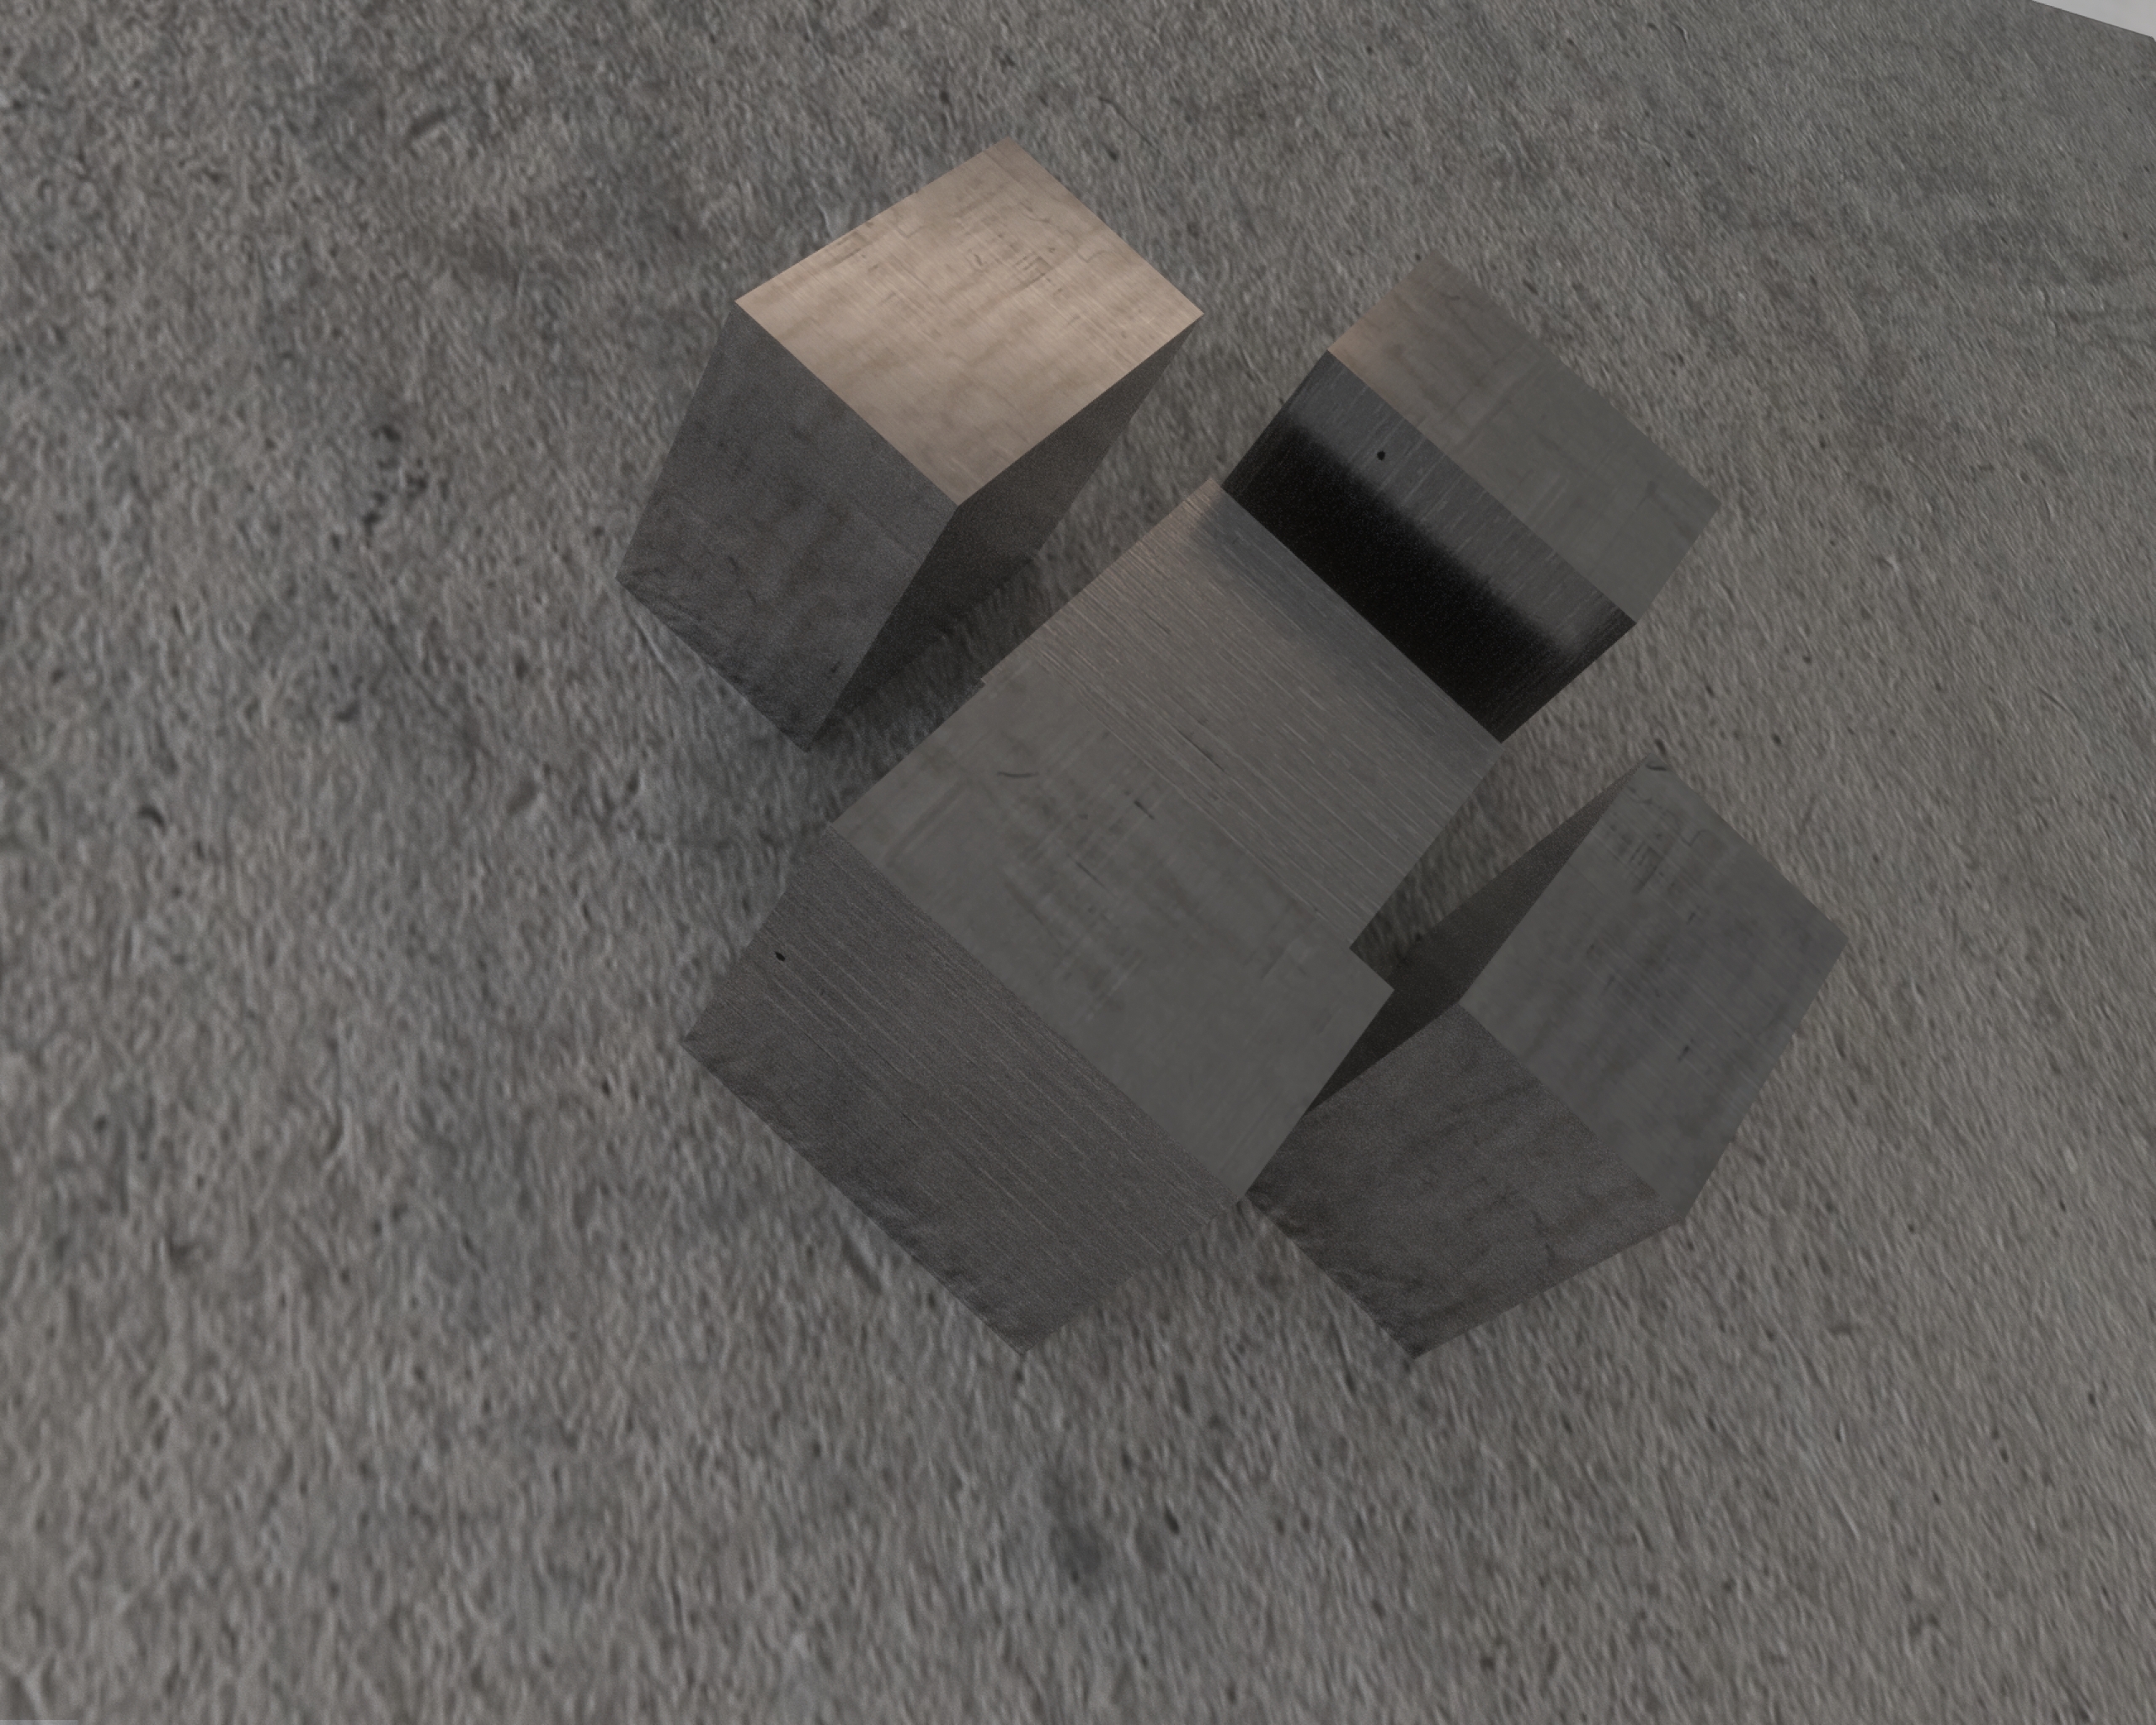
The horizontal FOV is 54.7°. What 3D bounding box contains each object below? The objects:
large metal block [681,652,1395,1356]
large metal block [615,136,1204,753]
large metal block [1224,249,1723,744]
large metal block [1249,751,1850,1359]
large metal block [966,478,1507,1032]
[{"bbox_3d":[-0.009,0.026,0.347,0.080,0.080,0.050,43,51,1],"label":"large metal block"},{"bbox_3d":[-0.033,-0.079,0.399,0.050,0.080,0.080,43,51,1],"label":"large metal block"},{"bbox_3d":[0.075,-0.069,0.450,0.080,0.080,0.050,42,51,0],"label":"large metal block"},{"bbox_3d":[0.085,0.037,0.392,0.050,0.080,0.080,44,51,2],"label":"large metal block"},{"bbox_3d":[0.024,-0.016,0.410,0.080,0.050,0.080,43,51,1],"label":"large metal block"}]
